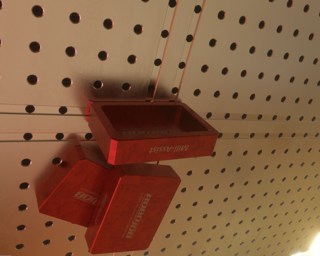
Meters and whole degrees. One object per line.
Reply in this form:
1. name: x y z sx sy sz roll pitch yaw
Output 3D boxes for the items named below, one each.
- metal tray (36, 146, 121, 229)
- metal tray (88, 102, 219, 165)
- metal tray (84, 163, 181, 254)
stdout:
1. metal tray: -0.084 0.089 0.418 0.090 0.030 0.130 -49 129 6
2. metal tray: -0.009 0.001 0.366 0.131 0.090 0.030 -2 120 -28
3. metal tray: -0.037 0.109 0.417 0.091 0.030 0.129 10 113 -33
